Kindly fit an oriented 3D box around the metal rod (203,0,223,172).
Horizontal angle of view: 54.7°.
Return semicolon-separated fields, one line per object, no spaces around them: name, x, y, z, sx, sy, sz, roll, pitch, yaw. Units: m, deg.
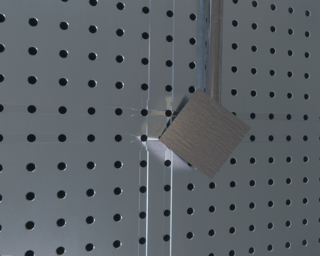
metal rod;0.075;-0.088;0.439;0.025;0.025;0.298;2;90;-20

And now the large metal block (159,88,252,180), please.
large metal block;0.055;0.007;0.401;0.080;0.050;0.080;37;90;0
